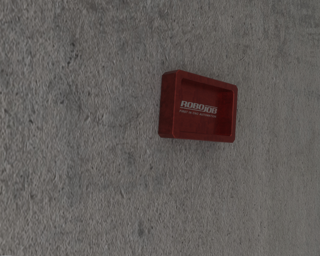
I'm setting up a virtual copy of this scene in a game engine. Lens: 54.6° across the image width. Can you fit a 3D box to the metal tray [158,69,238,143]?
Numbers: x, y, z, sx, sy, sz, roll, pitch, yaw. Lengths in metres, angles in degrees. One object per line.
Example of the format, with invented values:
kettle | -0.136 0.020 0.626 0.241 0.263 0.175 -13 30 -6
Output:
metal tray | 0.059 -0.027 0.449 0.131 0.030 0.090 6 86 -40
